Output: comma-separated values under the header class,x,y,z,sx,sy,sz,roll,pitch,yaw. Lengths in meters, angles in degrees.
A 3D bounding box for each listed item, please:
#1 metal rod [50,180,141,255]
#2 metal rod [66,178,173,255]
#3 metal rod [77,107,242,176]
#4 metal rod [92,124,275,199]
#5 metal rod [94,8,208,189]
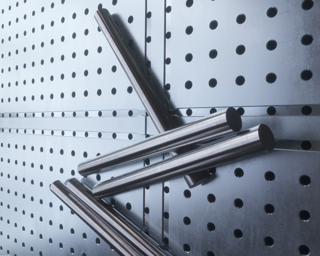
class,x,y,z,sx,sy,sz,roll,pitch,yaw
metal rod,-0.079,0.159,0.471,0.300,0.025,0.025,26,107,36
metal rod,-0.041,0.150,0.440,0.300,0.025,0.025,27,107,36
metal rod,-0.027,0.030,0.402,0.299,0.025,0.025,-21,77,46
metal rod,0.000,0.054,0.379,0.299,0.025,0.025,-26,74,46
metal rod,-0.022,-0.055,0.425,0.025,0.025,0.299,-43,64,31
